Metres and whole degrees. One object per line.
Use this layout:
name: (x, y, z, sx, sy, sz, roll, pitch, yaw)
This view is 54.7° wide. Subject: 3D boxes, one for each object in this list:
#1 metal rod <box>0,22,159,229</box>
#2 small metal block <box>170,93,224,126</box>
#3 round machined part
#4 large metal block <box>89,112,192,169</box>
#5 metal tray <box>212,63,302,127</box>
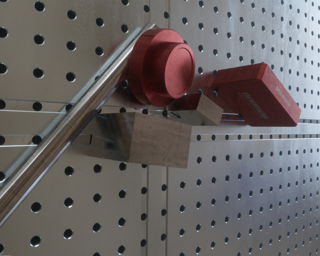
metal rod: (-0.086, -0.015, 0.338, 0.025, 0.025, 0.301, 50, 60, -29)
small metal block: (0.053, -0.025, 0.439, 0.050, 0.050, 0.025, 31, 71, -36)
round machined part: (0.009, -0.074, 0.388, 0.099, 0.042, 0.097, -26, 124, -48)
large metal block: (-0.023, 0.015, 0.356, 0.081, 0.080, 0.050, 12, 82, -40)
metal tray: (0.157, -0.048, 0.501, 0.130, 0.090, 0.030, 38, 67, -34)
